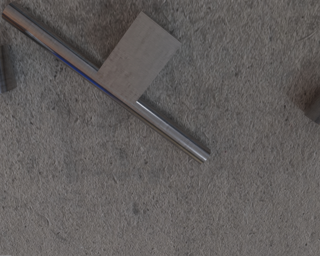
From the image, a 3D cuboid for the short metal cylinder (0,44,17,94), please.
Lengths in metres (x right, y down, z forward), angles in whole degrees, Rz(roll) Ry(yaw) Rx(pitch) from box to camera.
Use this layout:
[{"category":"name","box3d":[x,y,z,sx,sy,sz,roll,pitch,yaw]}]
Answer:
[{"category":"short metal cylinder","box3d":[-0.212,-0.066,0.354,0.080,0.080,0.050,-4,110,1]}]

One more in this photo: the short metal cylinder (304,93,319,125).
[{"category":"short metal cylinder","box3d":[0.227,-0.016,0.377,0.080,0.080,0.050,27,108,-10]}]

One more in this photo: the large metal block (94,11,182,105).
[{"category":"large metal block","box3d":[-0.023,-0.082,0.350,0.050,0.080,0.080,36,106,-12]}]

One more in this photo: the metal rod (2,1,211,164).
[{"category":"metal rod","box3d":[-0.057,-0.049,0.391,0.301,0.025,0.025,37,106,-13]}]
